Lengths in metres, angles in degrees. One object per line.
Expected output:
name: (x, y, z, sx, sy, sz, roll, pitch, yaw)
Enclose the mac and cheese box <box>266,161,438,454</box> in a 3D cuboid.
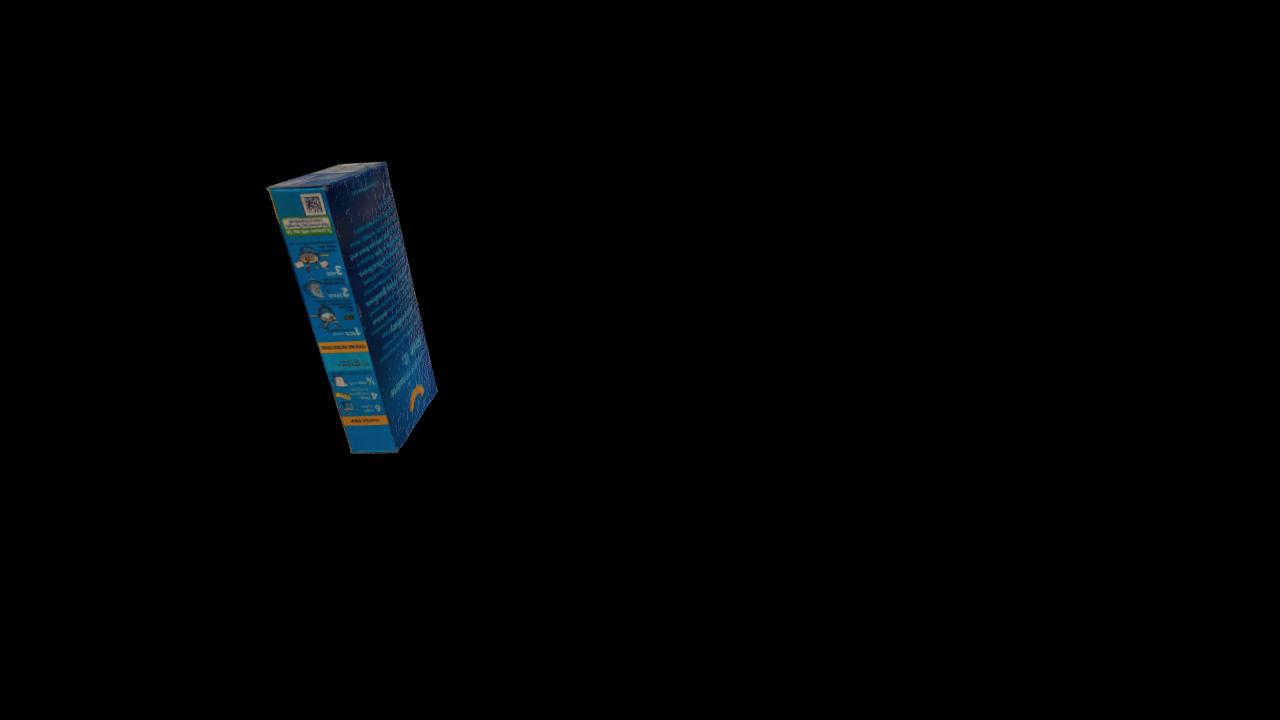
mac and cheese box: (-0.188, -0.036, 0.426, 0.041, 0.184, 0.093, -2, 26, 1)
